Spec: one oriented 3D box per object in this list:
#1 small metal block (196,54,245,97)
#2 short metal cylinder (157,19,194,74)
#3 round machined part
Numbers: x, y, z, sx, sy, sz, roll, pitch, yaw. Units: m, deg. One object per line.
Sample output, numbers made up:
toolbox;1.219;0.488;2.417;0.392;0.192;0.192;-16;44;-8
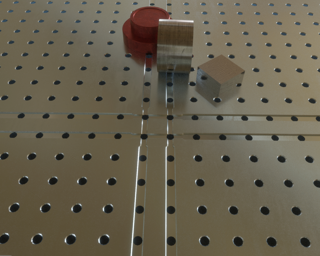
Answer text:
small metal block;0.093;-0.082;0.477;0.050;0.025;0.050;-30;56;-23
short metal cylinder;0.023;-0.125;0.477;0.050;0.080;0.080;3;50;2
round machined part;-0.017;-0.178;0.546;0.099;0.042;0.098;0;50;0
